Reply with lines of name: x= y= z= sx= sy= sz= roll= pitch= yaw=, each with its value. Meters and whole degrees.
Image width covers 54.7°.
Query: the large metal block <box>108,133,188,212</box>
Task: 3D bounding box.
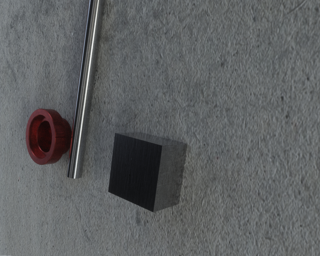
large metal block: x=-0.017 y=0.052 z=0.401 sx=0.080 sy=0.050 sz=0.079 roll=13 pitch=98 yaw=39

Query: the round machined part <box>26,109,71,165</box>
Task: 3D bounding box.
round machined part: x=-0.194 y=0.015 z=0.551 sx=0.098 sy=0.042 sz=0.097 roll=0 pitch=90 yaw=39

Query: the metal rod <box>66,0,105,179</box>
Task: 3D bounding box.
metal rod: x=-0.121 y=-0.065 z=0.501 sx=0.025 sy=0.025 sz=0.298 roll=15 pitch=100 yaw=38
